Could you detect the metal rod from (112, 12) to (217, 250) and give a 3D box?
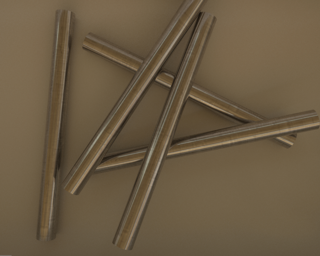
[{"bbox_3d":[0.008,-0.002,0.378,0.025,0.025,0.299,21,83,0],"label":"metal rod"}]

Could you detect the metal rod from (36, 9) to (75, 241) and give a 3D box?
[{"bbox_3d":[-0.138,-0.004,0.410,0.025,0.025,0.298,5,90,0],"label":"metal rod"}]

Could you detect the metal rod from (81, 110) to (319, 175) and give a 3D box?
[{"bbox_3d":[0.044,0.021,0.395,0.301,0.025,0.025,-12,90,6],"label":"metal rod"}]

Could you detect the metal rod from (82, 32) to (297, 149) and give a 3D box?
[{"bbox_3d":[0.039,-0.049,0.411,0.301,0.025,0.025,26,90,0],"label":"metal rod"}]

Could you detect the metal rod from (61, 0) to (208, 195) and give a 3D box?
[{"bbox_3d":[-0.028,-0.049,0.384,0.025,0.025,0.299,34,90,0],"label":"metal rod"}]
